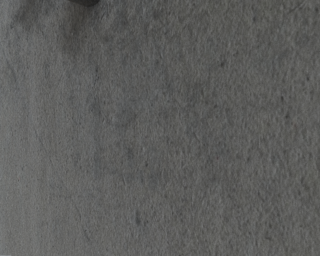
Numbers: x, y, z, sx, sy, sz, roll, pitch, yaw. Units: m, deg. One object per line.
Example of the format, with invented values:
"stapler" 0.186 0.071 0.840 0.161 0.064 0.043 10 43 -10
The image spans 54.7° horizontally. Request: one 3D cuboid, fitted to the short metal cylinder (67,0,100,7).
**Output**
"short metal cylinder" -0.129 -0.240 0.492 0.080 0.050 0.079 0 90 39
